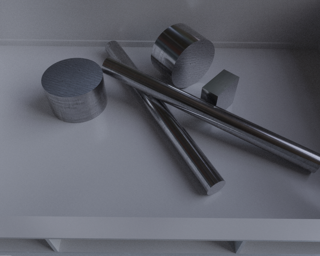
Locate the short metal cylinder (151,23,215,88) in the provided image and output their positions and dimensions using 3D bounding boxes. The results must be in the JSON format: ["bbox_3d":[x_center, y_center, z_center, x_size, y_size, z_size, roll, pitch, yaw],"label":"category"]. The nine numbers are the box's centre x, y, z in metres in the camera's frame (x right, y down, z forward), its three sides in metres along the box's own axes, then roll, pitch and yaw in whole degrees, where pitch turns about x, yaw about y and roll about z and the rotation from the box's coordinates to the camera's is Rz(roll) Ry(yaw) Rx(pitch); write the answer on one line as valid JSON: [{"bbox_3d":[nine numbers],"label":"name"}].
[{"bbox_3d":[0.034,-0.107,0.459,0.081,0.080,0.050,-29,56,-22],"label":"short metal cylinder"}]

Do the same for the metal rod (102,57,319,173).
[{"bbox_3d":[0.058,-0.022,0.402,0.301,0.025,0.025,26,55,12],"label":"metal rod"}]

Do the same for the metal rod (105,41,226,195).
[{"bbox_3d":[-0.008,-0.034,0.433,0.025,0.025,0.300,-23,54,-18],"label":"metal rod"}]

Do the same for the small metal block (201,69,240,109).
[{"bbox_3d":[0.081,-0.044,0.427,0.025,0.050,0.050,35,58,25],"label":"small metal block"}]

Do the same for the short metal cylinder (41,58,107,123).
[{"bbox_3d":[-0.117,-0.053,0.432,0.081,0.050,0.080,0,50,0],"label":"short metal cylinder"}]
